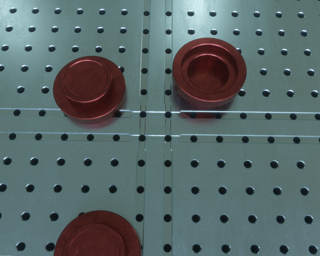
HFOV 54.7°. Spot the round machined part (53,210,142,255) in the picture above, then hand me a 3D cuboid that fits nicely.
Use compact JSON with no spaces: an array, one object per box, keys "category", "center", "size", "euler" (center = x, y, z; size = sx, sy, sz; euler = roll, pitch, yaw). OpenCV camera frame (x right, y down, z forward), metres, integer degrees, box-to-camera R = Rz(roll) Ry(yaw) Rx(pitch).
[{"category":"round machined part","center":[-0.071,0.143,0.350],"size":[0.099,0.042,0.098],"euler":[0,70,-1]}]

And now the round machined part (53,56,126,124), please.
[{"category":"round machined part","center":[-0.097,-0.057,0.423],"size":[0.099,0.042,0.098],"euler":[0,70,-1]}]

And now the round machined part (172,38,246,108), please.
[{"category":"round machined part","center":[0.066,-0.072,0.430],"size":[0.099,0.042,0.098],"euler":[0,70,-1]}]
